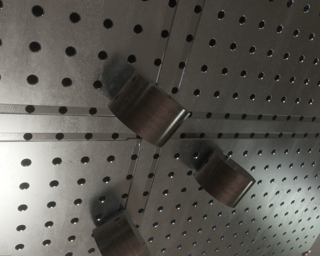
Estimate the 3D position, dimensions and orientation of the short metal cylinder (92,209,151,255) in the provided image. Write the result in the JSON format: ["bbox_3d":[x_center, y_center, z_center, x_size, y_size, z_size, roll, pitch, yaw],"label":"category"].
[{"bbox_3d":[-0.055,0.166,0.450,0.050,0.080,0.080,-31,129,-8],"label":"short metal cylinder"}]

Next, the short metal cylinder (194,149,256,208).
[{"bbox_3d":[0.100,0.077,0.480,0.080,0.080,0.050,27,103,-38],"label":"short metal cylinder"}]

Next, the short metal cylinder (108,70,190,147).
[{"bbox_3d":[-0.012,-0.022,0.357,0.080,0.080,0.050,33,100,-39],"label":"short metal cylinder"}]
